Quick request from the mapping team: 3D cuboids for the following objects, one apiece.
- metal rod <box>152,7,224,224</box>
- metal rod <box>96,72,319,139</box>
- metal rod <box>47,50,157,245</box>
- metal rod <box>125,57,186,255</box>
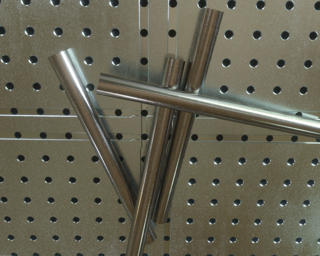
[{"bbox_3d":[0.030,-0.002,0.412,0.025,0.025,0.298,12,110,-4],"label":"metal rod"},{"bbox_3d":[0.075,-0.023,0.382,0.302,0.025,0.025,11,110,-13],"label":"metal rod"},{"bbox_3d":[-0.071,0.040,0.427,0.025,0.025,0.299,-20,109,7],"label":"metal rod"},{"bbox_3d":[-0.011,0.057,0.417,0.025,0.025,0.298,11,103,-4],"label":"metal rod"}]
